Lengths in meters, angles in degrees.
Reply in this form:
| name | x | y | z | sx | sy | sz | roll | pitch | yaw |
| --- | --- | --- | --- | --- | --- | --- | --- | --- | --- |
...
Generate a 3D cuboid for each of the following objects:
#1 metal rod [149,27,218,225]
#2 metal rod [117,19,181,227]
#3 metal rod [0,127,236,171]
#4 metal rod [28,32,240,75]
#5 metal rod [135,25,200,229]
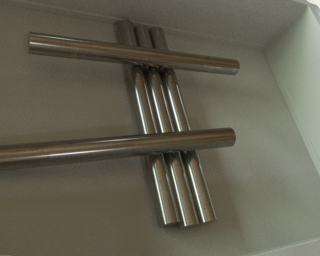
| name | x | y | z | sx | sy | sz | roll | pitch | yaw |
| --- | --- | --- | --- | --- | --- | --- | --- | --- | --- |
| metal rod | 0.025 | -0.020 | 0.429 | 0.025 | 0.025 | 0.299 | 1 | 61 | -28 |
| metal rod | -0.021 | -0.024 | 0.408 | 0.025 | 0.025 | 0.299 | 1 | 61 | -28 |
| metal rod | -0.050 | 0.021 | 0.341 | 0.303 | 0.025 | 0.025 | -4 | 64 | -22 |
| metal rod | -0.015 | -0.097 | 0.422 | 0.303 | 0.025 | 0.025 | 0 | 62 | -28 |
| metal rod | 0.002 | -0.019 | 0.417 | 0.025 | 0.025 | 0.299 | 1 | 61 | -28 |
